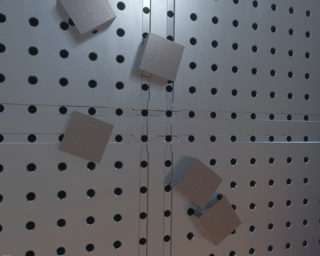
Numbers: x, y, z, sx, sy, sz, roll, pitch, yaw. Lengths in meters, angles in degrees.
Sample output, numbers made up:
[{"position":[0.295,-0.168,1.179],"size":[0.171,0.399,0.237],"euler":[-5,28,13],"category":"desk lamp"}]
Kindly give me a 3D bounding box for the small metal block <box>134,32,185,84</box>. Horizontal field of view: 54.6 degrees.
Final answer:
[{"position":[-0.001,-0.091,0.412],"size":[0.050,0.025,0.050],"euler":[18,84,-19],"category":"small metal block"}]

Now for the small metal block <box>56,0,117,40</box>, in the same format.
[{"position":[-0.090,-0.145,0.379],"size":[0.050,0.025,0.050],"euler":[-35,101,-17],"category":"small metal block"}]

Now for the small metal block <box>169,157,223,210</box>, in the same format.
[{"position":[0.051,0.076,0.431],"size":[0.050,0.025,0.050],"euler":[40,77,-16],"category":"small metal block"}]

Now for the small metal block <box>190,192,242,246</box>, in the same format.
[{"position":[0.080,0.129,0.442],"size":[0.050,0.025,0.050],"euler":[-35,101,-17],"category":"small metal block"}]

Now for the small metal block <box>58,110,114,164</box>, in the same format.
[{"position":[-0.091,0.011,0.379],"size":[0.050,0.025,0.050],"euler":[22,83,-19],"category":"small metal block"}]
